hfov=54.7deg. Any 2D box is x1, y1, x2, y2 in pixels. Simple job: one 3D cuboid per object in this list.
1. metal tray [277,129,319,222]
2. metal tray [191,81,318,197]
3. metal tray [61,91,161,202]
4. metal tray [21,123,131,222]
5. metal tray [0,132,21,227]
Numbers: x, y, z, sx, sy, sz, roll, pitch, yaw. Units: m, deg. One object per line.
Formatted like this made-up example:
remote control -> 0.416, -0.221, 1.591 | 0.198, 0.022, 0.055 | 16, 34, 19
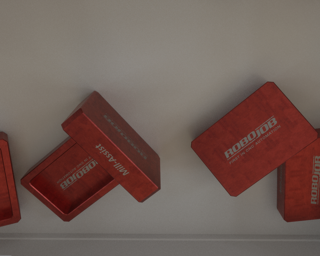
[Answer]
metal tray -> 0.216, 0.067, 0.436 | 0.091, 0.030, 0.129 | -7, 110, 2
metal tray -> 0.117, 0.015, 0.399 | 0.130, 0.030, 0.090 | -40, 84, 13
metal tray -> -0.053, 0.020, 0.383 | 0.030, 0.090, 0.130 | -39, 106, 13
metal tray -> -0.112, 0.061, 0.429 | 0.130, 0.030, 0.090 | -38, 106, 12
metal tray -> -0.244, 0.075, 0.413 | 0.091, 0.030, 0.129 | -9, 112, -25
